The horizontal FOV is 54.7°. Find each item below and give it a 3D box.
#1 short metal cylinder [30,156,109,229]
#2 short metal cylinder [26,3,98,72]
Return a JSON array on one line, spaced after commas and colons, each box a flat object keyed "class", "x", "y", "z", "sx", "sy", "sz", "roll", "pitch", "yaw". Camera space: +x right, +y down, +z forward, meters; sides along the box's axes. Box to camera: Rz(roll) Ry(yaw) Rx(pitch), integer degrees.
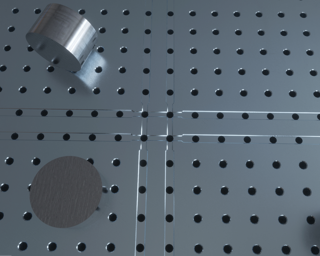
[{"class": "short metal cylinder", "x": -0.105, "y": 0.078, "z": 0.369, "sx": 0.081, "sy": 0.050, "sz": 0.080, "roll": 0, "pitch": 70, "yaw": 0}, {"class": "short metal cylinder", "x": -0.133, "y": -0.122, "z": 0.426, "sx": 0.080, "sy": 0.080, "sz": 0.050, "roll": 23, "pitch": 72, "yaw": 8}]
